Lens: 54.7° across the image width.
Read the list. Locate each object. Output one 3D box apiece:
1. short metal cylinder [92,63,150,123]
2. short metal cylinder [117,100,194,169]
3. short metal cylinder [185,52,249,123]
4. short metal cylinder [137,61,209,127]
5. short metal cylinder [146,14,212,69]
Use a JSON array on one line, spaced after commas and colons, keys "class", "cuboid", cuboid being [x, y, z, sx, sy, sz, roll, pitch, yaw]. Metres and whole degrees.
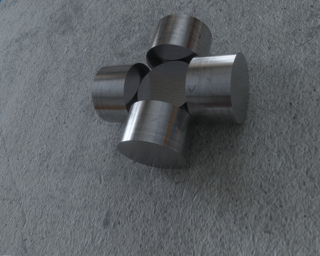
[{"class": "short metal cylinder", "cuboid": [-0.046, -0.047, 0.422, 0.050, 0.080, 0.080, 2, 63, 29]}, {"class": "short metal cylinder", "cuboid": [-0.004, 0.010, 0.364, 0.080, 0.080, 0.050, 0, 62, 28]}, {"class": "short metal cylinder", "cuboid": [0.069, -0.046, 0.361, 0.050, 0.080, 0.080, 2, 63, 29]}, {"class": "short metal cylinder", "cuboid": [0.018, -0.040, 0.404, 0.080, 0.050, 0.080, -13, 56, 20]}, {"class": "short metal cylinder", "cuboid": [0.026, -0.105, 0.419, 0.080, 0.080, 0.050, 2, 63, 28]}]
